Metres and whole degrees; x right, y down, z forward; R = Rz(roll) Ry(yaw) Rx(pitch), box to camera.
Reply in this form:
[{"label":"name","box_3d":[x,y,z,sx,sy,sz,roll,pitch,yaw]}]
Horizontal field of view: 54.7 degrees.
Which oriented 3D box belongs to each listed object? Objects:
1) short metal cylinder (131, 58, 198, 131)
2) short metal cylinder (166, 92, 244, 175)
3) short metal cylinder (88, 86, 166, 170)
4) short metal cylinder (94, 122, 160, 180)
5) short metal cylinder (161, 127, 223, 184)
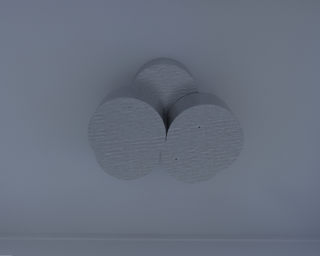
[{"label":"short metal cylinder","box_3d":[0.005,-0.042,0.381,0.081,0.050,0.079,0,110,0]},{"label":"short metal cylinder","box_3d":[0.047,0.005,0.344,0.081,0.050,0.079,0,110,0]},{"label":"short metal cylinder","box_3d":[-0.034,-0.001,0.342,0.081,0.050,0.079,0,110,0]},{"label":"short metal cylinder","box_3d":[-0.040,0.020,0.403,0.081,0.050,0.079,0,110,0]},{"label":"short metal cylinder","box_3d":[0.042,0.025,0.406,0.081,0.050,0.079,0,110,0]}]
